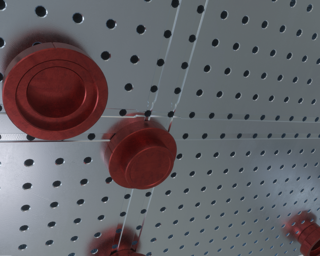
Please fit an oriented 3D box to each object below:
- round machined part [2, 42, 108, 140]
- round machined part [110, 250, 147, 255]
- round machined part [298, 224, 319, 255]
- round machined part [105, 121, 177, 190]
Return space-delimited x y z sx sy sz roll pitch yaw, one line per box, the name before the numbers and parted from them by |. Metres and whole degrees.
round machined part | -0.107 -0.039 0.317 0.099 0.042 0.097 -14 124 -21
round machined part | -0.061 0.243 0.516 0.099 0.042 0.097 -14 124 -21
round machined part | 0.394 0.285 0.790 0.099 0.042 0.097 -14 124 -21
round machined part | -0.021 0.043 0.415 0.099 0.042 0.097 -14 124 -21
